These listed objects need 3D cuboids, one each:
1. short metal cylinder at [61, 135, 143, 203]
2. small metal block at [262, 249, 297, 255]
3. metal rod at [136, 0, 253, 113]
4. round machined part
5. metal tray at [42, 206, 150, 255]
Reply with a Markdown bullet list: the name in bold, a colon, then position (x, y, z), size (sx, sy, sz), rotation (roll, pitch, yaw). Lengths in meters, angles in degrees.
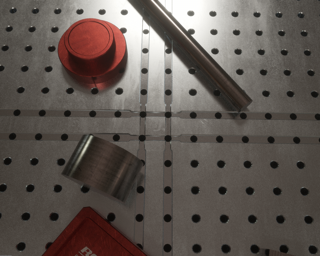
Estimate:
- **short metal cylinder**: position (-0.067, 0.049, 0.364), size (0.080, 0.080, 0.050), rotation (22, 72, 7)
- **small metal block**: position (0.143, 0.170, 0.352), size (0.050, 0.025, 0.050), rotation (13, 70, 4)
- **metal rod**: position (0.026, -0.142, 0.463), size (0.025, 0.025, 0.300), rotation (-35, 74, -12)
- **round machined part**: position (-0.098, -0.117, 0.444), size (0.099, 0.042, 0.098), rotation (0, 70, 0)
- **metal tray**: position (-0.063, 0.164, 0.348), size (0.130, 0.030, 0.090), rotation (37, 74, 12)
